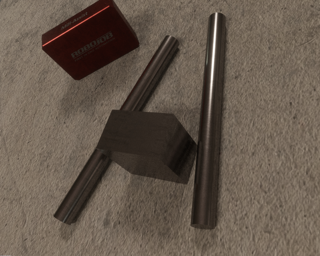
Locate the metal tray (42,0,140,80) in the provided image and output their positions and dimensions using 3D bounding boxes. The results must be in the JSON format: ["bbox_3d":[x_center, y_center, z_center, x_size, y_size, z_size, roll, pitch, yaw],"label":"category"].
[{"bbox_3d":[-0.112,-0.142,0.505,0.130,0.090,0.030,-27,53,11],"label":"metal tray"}]

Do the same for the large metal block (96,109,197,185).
[{"bbox_3d":[-0.012,0.022,0.360,0.080,0.080,0.050,5,65,30],"label":"large metal block"}]

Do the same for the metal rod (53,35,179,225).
[{"bbox_3d":[-0.053,-0.008,0.434,0.025,0.025,0.300,19,71,35],"label":"metal rod"}]

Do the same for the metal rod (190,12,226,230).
[{"bbox_3d":[0.064,-0.030,0.387,0.025,0.025,0.299,-5,59,25],"label":"metal rod"}]
